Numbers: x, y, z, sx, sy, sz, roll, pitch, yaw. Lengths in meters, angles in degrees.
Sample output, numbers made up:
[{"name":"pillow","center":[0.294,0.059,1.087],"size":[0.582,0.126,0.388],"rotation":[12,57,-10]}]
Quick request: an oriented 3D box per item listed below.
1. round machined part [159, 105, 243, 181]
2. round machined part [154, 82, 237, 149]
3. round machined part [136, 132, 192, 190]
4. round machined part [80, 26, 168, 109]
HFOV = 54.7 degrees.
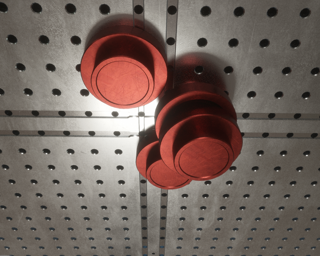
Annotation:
[{"name":"round machined part","center":[0.049,0.024,0.364],"size":[0.099,0.042,0.097],"rotation":[-2,128,-2]},{"name":"round machined part","center":[0.042,-0.015,0.386],"size":[0.099,0.042,0.097],"rotation":[-2,128,-2]},{"name":"round machined part","center":[0.014,0.051,0.445],"size":[0.099,0.042,0.097],"rotation":[0,130,0]},{"name":"round machined part","center":[-0.040,-0.060,0.349],"size":[0.099,0.042,0.097],"rotation":[-1,130,0]}]
